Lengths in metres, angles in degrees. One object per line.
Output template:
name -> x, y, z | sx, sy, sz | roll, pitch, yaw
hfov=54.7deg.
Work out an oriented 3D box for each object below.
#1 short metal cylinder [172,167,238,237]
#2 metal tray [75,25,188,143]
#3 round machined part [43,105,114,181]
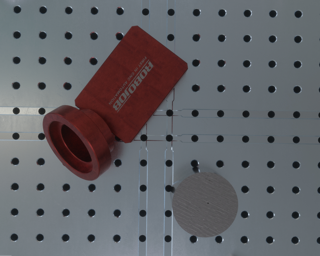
short metal cylinder -> 0.055, 0.093, 0.401 | 0.081, 0.050, 0.079 | 0, 90, 0
metal tray -> -0.037, -0.056, 0.410 | 0.090, 0.030, 0.130 | 37, 90, 0
round machined part -> -0.096, 0.014, 0.386 | 0.098, 0.098, 0.042 | 50, 51, 0
